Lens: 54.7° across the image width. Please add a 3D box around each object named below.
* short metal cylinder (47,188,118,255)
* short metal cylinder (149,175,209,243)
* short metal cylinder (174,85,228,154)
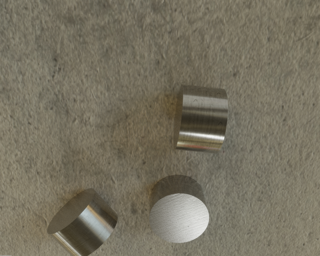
[{"bbox_3d":[-0.106,0.130,0.427,0.080,0.080,0.050,-34,107,11],"label":"short metal cylinder"},{"bbox_3d":[0.026,0.114,0.439,0.081,0.050,0.079,0,110,-1],"label":"short metal cylinder"},{"bbox_3d":[0.047,-0.011,0.377,0.050,0.080,0.079,6,110,-3],"label":"short metal cylinder"}]
